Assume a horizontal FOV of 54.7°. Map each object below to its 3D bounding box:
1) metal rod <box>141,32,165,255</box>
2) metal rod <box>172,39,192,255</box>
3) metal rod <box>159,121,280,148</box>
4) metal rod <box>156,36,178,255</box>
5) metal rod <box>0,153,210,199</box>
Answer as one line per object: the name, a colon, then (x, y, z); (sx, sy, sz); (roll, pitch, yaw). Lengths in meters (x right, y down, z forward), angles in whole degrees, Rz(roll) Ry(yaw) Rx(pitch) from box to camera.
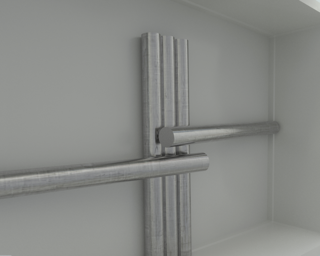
metal rod: (-0.009, 0.030, 0.399); (0.025, 0.025, 0.298); (-2, 91, -40)
metal rod: (0.030, 0.028, 0.432); (0.025, 0.025, 0.298); (-2, 91, -40)
metal rod: (0.112, 0.005, 0.479); (0.302, 0.025, 0.025); (-3, 92, -46)
metal rod: (0.010, 0.029, 0.415); (0.025, 0.025, 0.298); (-2, 91, -40)
metal rod: (-0.067, 0.049, 0.329); (0.303, 0.025, 0.025); (-2, 91, -34)
